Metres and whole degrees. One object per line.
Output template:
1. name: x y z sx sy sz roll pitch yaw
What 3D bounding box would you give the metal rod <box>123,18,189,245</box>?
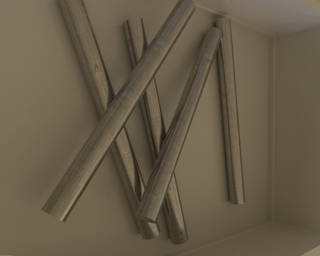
1. metal rod: -0.003 0.012 0.406 0.025 0.025 0.298 -20 103 -39

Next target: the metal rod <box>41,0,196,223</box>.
1. metal rod: -0.032 -0.039 0.346 0.025 0.025 0.300 44 64 -32

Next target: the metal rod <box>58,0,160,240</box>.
1. metal rod: -0.054 -0.003 0.362 0.025 0.025 0.298 -28 108 -37

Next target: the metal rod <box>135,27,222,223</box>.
1. metal rod: 0.034 -0.023 0.412 0.025 0.025 0.300 41 57 -33

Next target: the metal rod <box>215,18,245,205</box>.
1. metal rod: 0.115 -0.024 0.505 0.025 0.025 0.298 -10 97 -40
